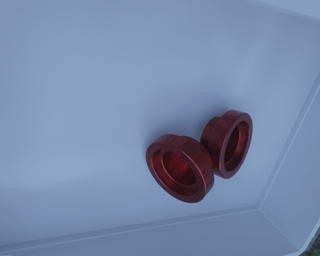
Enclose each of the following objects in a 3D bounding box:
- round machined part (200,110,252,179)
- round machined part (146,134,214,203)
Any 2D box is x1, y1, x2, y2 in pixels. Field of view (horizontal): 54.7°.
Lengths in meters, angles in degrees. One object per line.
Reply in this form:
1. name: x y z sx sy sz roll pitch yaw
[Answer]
1. round machined part: 0.092 0.021 0.447 0.099 0.042 0.097 -27 126 -45
2. round machined part: 0.031 0.049 0.418 0.042 0.098 0.097 -38 135 -37
